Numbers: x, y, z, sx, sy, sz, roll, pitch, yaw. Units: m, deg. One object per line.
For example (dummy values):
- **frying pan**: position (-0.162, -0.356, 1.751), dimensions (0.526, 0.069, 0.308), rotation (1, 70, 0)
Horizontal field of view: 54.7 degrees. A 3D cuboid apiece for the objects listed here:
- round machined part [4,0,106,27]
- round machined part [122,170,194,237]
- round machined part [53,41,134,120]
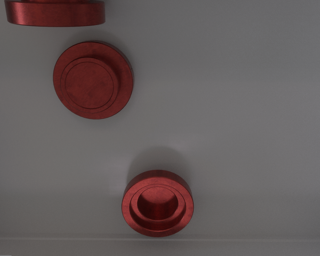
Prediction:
- **round machined part**: position (-0.107, -0.133, 0.321), dimensions (0.099, 0.098, 0.042), rotation (2, 114, -1)
- **round machined part**: position (-0.003, 0.102, 0.440), dimensions (0.099, 0.042, 0.097), rotation (0, 110, 0)
- **round machined part**: position (-0.082, -0.056, 0.381), dimensions (0.099, 0.042, 0.097), rotation (0, 110, 0)
